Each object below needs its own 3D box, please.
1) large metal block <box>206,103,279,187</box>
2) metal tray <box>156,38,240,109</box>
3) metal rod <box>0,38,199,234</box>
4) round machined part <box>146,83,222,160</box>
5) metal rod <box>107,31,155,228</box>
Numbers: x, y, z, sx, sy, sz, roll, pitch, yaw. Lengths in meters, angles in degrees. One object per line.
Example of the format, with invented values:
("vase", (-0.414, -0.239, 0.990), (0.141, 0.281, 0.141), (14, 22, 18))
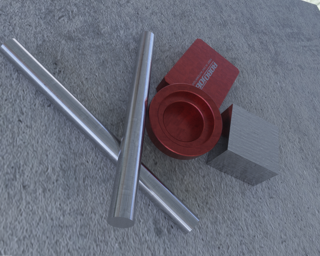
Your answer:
("large metal block", (0.118, 0.025, 0.439), (0.080, 0.050, 0.080), (26, 53, -13))
("metal tray", (0.063, -0.075, 0.482), (0.090, 0.030, 0.130), (38, 51, -3))
("metal rod", (-0.071, 0.008, 0.361), (0.300, 0.025, 0.025), (44, 51, 2))
("round machined part", (0.027, -0.006, 0.404), (0.099, 0.042, 0.098), (6, 69, -17))
("metal rod", (-0.028, -0.026, 0.382), (0.025, 0.025, 0.300), (20, 47, -17))
